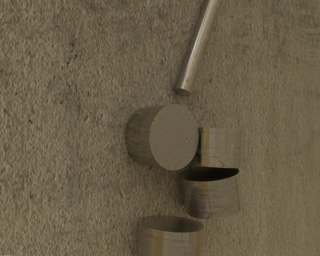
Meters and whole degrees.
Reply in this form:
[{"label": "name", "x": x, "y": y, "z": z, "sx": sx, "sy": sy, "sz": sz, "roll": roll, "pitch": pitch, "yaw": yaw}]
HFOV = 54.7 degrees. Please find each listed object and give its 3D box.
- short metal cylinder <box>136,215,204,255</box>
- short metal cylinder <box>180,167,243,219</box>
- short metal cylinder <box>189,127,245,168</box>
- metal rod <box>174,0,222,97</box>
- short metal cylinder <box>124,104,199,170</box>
[{"label": "short metal cylinder", "x": 0.012, "y": 0.142, "z": 0.379, "sx": 0.081, "sy": 0.080, "sz": 0.050, "roll": 8, "pitch": 85, "yaw": -40}, {"label": "short metal cylinder", "x": 0.071, "y": 0.085, "z": 0.429, "sx": 0.081, "sy": 0.080, "sz": 0.050, "roll": -13, "pitch": 99, "yaw": -39}, {"label": "short metal cylinder", "x": 0.076, "y": 0.027, "z": 0.432, "sx": 0.081, "sy": 0.080, "sz": 0.050, "roll": 6, "pitch": 87, "yaw": -40}, {"label": "metal rod", "x": 0.079, "y": -0.186, "z": 0.469, "sx": 0.025, "sy": 0.025, "sz": 0.299, "roll": 31, "pitch": 71, "yaw": -36}, {"label": "short metal cylinder", "x": 0.003, "y": 0.011, "z": 0.391, "sx": 0.081, "sy": 0.050, "sz": 0.080, "roll": 0, "pitch": 90, "yaw": -40}]
